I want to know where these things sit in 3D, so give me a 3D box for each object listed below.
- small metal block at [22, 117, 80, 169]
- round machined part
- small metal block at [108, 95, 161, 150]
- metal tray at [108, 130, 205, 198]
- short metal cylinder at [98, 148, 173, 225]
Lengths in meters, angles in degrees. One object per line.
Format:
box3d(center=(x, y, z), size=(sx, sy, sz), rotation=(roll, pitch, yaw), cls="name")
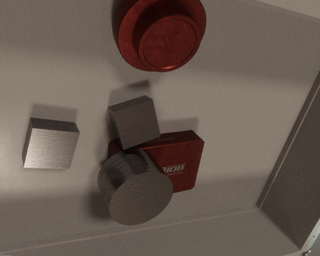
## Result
box3d(center=(-0.125, 0.018, 0.353), size=(0.050, 0.025, 0.050), rotation=(7, 115, -32), cls="small metal block")
box3d(center=(0.004, -0.098, 0.323), size=(0.099, 0.042, 0.097), rotation=(-15, 142, -12), cls="round machined part")
box3d(center=(-0.031, -0.008, 0.382), size=(0.050, 0.025, 0.050), rotation=(-20, 114, -17), cls="small metal block")
box3d(center=(-0.007, 0.055, 0.437), size=(0.131, 0.030, 0.089), rotation=(-7, 122, -26), cls="metal tray")
box3d(center=(-0.031, 0.072, 0.382), size=(0.081, 0.050, 0.079), rotation=(-14, 124, -21), cls="short metal cylinder")
